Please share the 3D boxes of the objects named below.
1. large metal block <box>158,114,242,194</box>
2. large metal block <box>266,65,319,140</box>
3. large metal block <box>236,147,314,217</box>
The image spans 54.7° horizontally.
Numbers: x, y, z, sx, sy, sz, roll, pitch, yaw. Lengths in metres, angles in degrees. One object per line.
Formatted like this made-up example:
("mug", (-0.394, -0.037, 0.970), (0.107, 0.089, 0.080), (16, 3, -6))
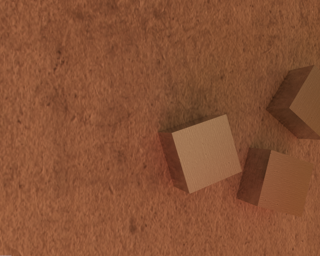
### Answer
("large metal block", (0.053, 0.032, 0.417), (0.081, 0.050, 0.080), (-19, 97, -19))
("large metal block", (0.227, -0.038, 0.482), (0.080, 0.050, 0.080), (38, 78, -17))
("large metal block", (0.171, 0.079, 0.461), (0.081, 0.050, 0.080), (18, 84, -20))
